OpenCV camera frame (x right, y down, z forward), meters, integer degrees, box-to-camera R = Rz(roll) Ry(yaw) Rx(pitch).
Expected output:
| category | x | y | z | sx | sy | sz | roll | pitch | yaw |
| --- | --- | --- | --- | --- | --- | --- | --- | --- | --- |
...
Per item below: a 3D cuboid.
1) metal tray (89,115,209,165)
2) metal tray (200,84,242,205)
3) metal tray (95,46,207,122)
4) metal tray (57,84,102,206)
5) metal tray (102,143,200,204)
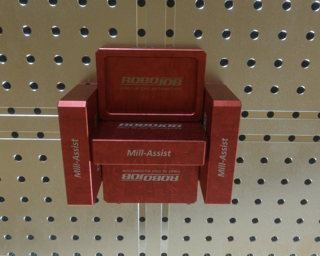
| category | x | y | z | sx | sy | sz | roll | pitch | yaw |
| --- | --- | --- | --- | --- | --- | --- | --- | --- | --- |
| metal tray | -0.012 | 0.012 | 0.381 | 0.131 | 0.090 | 0.030 | 1 | 110 | -1 |
| metal tray | 0.069 | 0.018 | 0.386 | 0.030 | 0.090 | 0.129 | 1 | 110 | -1 |
| metal tray | -0.011 | -0.055 | 0.390 | 0.131 | 0.030 | 0.089 | 1 | 110 | -1 |
| metal tray | -0.093 | 0.018 | 0.383 | 0.030 | 0.090 | 0.129 | 1 | 110 | -1 |
| metal tray | -0.013 | 0.059 | 0.431 | 0.131 | 0.030 | 0.089 | 1 | 110 | -1 |
